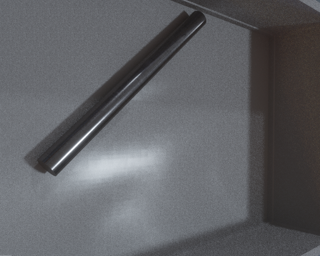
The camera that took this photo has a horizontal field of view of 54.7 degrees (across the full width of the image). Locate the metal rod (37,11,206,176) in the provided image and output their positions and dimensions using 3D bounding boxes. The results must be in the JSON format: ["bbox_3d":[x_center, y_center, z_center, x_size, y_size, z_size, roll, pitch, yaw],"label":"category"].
[{"bbox_3d":[-0.028,-0.060,0.384,0.301,0.025,0.025,-50,120,-29],"label":"metal rod"}]
